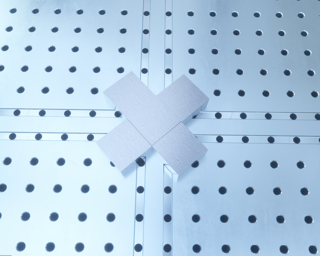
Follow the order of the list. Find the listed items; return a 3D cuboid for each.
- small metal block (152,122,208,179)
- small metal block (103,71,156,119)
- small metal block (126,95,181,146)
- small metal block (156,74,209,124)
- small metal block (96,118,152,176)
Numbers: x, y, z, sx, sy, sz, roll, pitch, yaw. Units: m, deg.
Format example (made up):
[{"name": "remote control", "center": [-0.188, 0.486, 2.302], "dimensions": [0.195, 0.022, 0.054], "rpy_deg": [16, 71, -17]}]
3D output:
[{"name": "small metal block", "center": [0.025, 0.029, 0.401], "dimensions": [0.050, 0.025, 0.050], "rpy_deg": [-39, 75, -13]}, {"name": "small metal block", "center": [-0.041, -0.042, 0.426], "dimensions": [0.050, 0.025, 0.050], "rpy_deg": [-39, 75, -13]}, {"name": "small metal block", "center": [-0.008, -0.007, 0.413], "dimensions": [0.050, 0.025, 0.050], "rpy_deg": [-39, 75, -13]}, {"name": "small metal block", "center": [0.030, -0.037, 0.425], "dimensions": [0.050, 0.025, 0.050], "rpy_deg": [-39, 75, -13]}, {"name": "small metal block", "center": [-0.046, 0.025, 0.402], "dimensions": [0.050, 0.025, 0.050], "rpy_deg": [-39, 75, -13]}]
